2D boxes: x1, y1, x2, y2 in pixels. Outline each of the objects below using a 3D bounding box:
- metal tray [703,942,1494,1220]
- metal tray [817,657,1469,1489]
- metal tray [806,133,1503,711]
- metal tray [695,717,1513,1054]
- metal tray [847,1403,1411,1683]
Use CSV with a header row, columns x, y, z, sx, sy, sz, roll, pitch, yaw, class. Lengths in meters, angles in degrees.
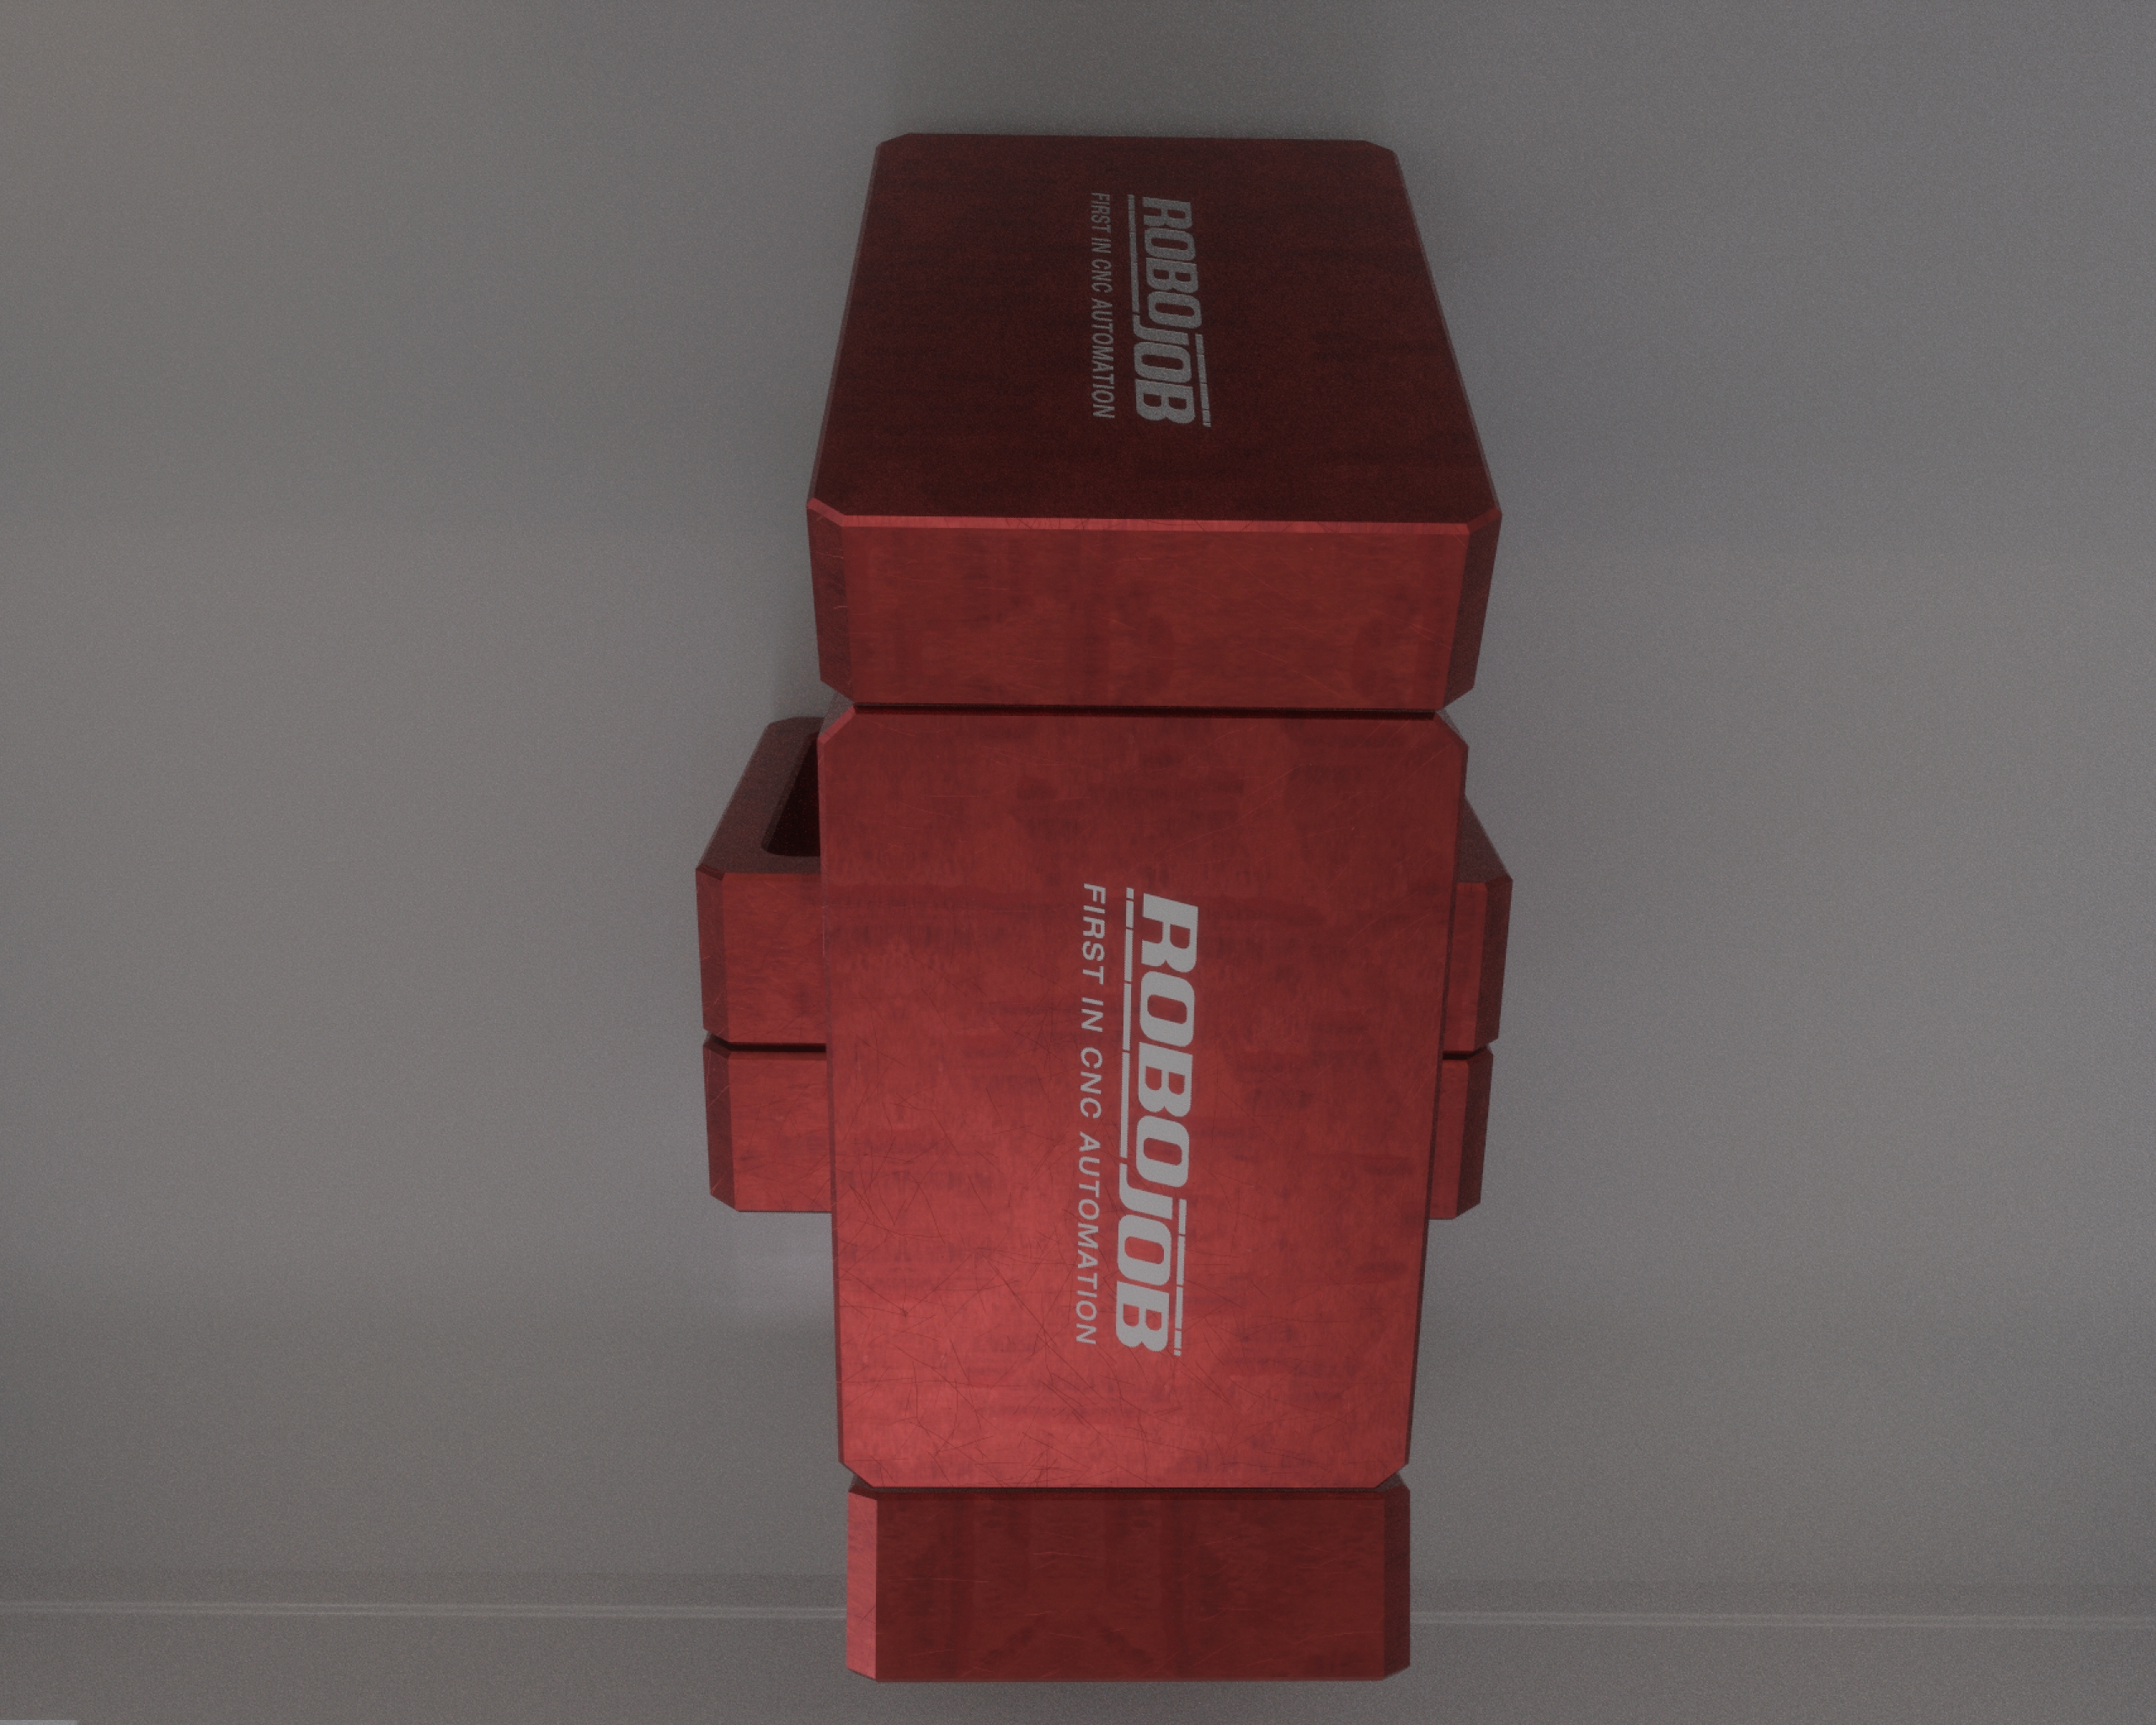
x,y,z,sx,sy,sz,roll,pitch,yaw,class
0.003,0.030,0.387,0.131,0.090,0.030,1,110,-1,metal tray
0.008,0.034,0.323,0.091,0.030,0.129,0,110,-1,metal tray
0.010,-0.074,0.326,0.091,0.130,0.030,1,130,-1,metal tray
0.004,0.001,0.376,0.131,0.090,0.030,1,110,-1,metal tray
0.008,0.117,0.395,0.091,0.130,0.030,0,89,-1,metal tray
